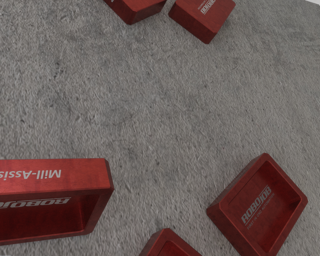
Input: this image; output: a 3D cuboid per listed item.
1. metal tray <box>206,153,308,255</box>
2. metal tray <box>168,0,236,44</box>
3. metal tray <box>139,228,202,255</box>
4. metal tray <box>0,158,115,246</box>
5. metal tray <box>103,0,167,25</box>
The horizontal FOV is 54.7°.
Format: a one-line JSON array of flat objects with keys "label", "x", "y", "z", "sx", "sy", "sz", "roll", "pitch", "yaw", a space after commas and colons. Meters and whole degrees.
[{"label": "metal tray", "x": 0.132, "y": 0.102, "z": 0.408, "sx": 0.131, "sy": 0.030, "sz": 0.090, "roll": -34, "pitch": 81, "yaw": -38}, {"label": "metal tray", "x": 0.082, "y": -0.223, "z": 0.580, "sx": 0.090, "sy": 0.030, "sz": 0.130, "roll": 36, "pitch": 51, "yaw": -4}, {"label": "metal tray", "x": 0.002, "y": 0.175, "z": 0.293, "sx": 0.090, "sy": 0.030, "sz": 0.131, "roll": 41, "pitch": 51, "yaw": -1}, {"label": "metal tray", "x": -0.114, "y": 0.064, "z": 0.258, "sx": 0.131, "sy": 0.089, "sz": 0.030, "roll": 2, "pitch": 48, "yaw": -27}, {"label": "metal tray", "x": -0.062, "y": -0.237, "z": 0.512, "sx": 0.130, "sy": 0.030, "sz": 0.091, "roll": 46, "pitch": 51, "yaw": 4}]
